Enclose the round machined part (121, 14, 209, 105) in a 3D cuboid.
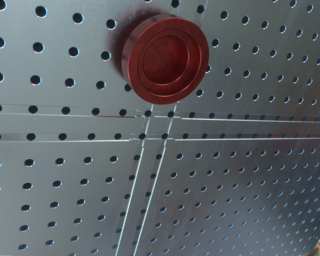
[{"bbox_3d":[0.003,-0.079,0.352,0.099,0.042,0.097,-14,124,-21],"label":"round machined part"}]
